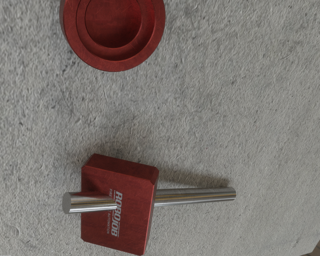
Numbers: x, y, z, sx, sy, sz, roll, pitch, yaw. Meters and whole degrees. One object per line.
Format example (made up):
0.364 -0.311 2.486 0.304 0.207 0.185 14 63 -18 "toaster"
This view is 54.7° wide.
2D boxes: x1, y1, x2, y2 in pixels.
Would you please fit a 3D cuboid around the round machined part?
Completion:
-0.048 -0.108 0.303 0.099 0.042 0.097 -14 124 -21 "round machined part"

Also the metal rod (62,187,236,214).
0.008 0.101 0.452 0.302 0.025 0.025 7 115 -39 "metal rod"

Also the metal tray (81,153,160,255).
-0.055 0.103 0.406 0.090 0.030 0.129 12 118 7 "metal tray"
